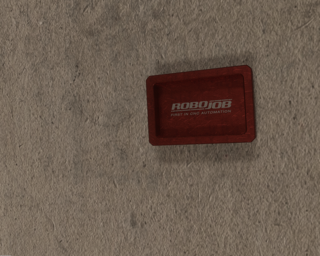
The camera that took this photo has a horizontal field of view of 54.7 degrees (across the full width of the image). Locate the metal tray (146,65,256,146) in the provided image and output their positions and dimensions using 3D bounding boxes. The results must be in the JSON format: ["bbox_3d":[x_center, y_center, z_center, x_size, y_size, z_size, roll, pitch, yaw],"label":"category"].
[{"bbox_3d":[0.050,-0.025,0.388,0.130,0.030,0.089,-3,89,19],"label":"metal tray"}]
